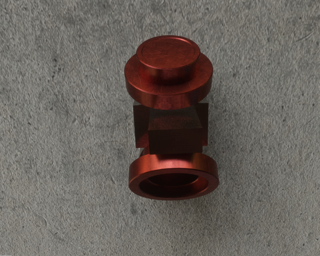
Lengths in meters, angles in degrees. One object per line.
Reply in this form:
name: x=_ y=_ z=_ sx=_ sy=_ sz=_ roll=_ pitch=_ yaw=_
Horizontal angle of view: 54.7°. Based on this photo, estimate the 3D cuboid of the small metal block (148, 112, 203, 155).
small metal block: x=0.015 y=0.004 z=0.313 sx=0.050 sy=0.050 sz=0.025 roll=-2 pitch=110 yaw=1

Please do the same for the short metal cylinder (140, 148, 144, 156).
short metal cylinder: x=0.012 y=0.039 z=0.413 sx=0.081 sy=0.050 sz=0.079 roll=0 pitch=110 yaw=-1

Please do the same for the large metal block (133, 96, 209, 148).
large metal block: x=0.012 y=-0.016 z=0.375 sx=0.081 sy=0.080 sz=0.050 roll=-2 pitch=110 yaw=0

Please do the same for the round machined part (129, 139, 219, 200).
round machined part: x=0.015 y=0.046 z=0.349 sx=0.099 sy=0.042 sz=0.098 roll=-1 pitch=149 yaw=-1

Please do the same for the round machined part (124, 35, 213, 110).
round machined part: x=0.009 y=-0.068 z=0.343 sx=0.099 sy=0.098 sz=0.042 roll=-2 pitch=135 yaw=0
